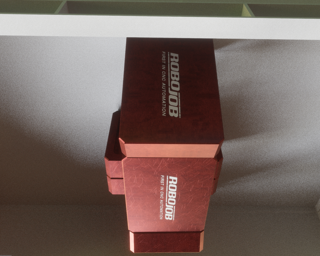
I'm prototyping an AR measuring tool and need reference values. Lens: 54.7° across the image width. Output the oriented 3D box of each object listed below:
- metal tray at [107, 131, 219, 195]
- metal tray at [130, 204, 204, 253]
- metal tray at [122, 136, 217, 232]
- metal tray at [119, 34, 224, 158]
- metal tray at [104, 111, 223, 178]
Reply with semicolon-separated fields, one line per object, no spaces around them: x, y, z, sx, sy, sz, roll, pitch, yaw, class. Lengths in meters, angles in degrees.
0.003;0.041;0.400;0.131;0.090;0.030;1;130;-1;metal tray
0.008;0.119;0.438;0.091;0.130;0.030;0;109;-1;metal tray
0.008;0.067;0.342;0.091;0.030;0.129;0;130;-1;metal tray
0.010;-0.036;0.307;0.091;0.130;0.030;1;150;-1;metal tray
0.004;0.018;0.380;0.131;0.090;0.030;1;130;-1;metal tray
